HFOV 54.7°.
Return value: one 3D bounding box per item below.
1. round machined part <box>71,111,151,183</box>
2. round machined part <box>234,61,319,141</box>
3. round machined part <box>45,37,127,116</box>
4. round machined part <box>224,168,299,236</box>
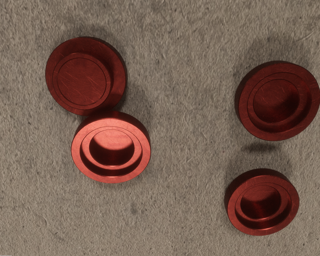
[{"bbox_3d":[-0.062,0.021,0.402,0.099,0.042,0.097,-2,119,-4],"label":"round machined part"},{"bbox_3d":[0.143,-0.036,0.390,0.099,0.042,0.097,0,110,-1],"label":"round machined part"},{"bbox_3d":[-0.091,-0.060,0.377,0.099,0.042,0.097,0,110,-1],"label":"round machined part"},{"bbox_3d":[0.140,0.100,0.440,0.099,0.042,0.097,0,110,-1],"label":"round machined part"}]
